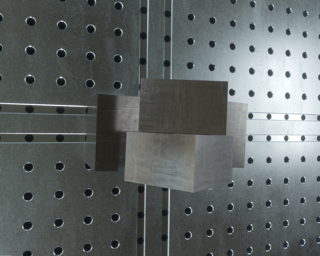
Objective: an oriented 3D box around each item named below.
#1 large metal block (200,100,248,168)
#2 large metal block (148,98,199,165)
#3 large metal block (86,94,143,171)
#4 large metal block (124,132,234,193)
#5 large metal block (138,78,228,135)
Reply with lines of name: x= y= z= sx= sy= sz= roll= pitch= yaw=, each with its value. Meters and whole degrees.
large metal block: x=0.069 y=0.008 z=0.410 sx=0.050 sy=0.080 sz=0.080 roll=4 pitch=89 yaw=-20
large metal block: x=0.003 y=0.005 z=0.399 sx=0.081 sy=0.050 sz=0.079 roll=3 pitch=89 yaw=-20
large metal block: x=-0.056 y=0.005 z=0.364 sx=0.050 sy=0.080 sz=0.079 roll=2 pitch=90 yaw=-20
large metal block: x=0.021 y=0.031 z=0.321 sx=0.080 sy=0.080 sz=0.050 roll=4 pitch=88 yaw=-53
large metal block: x=0.023 y=-0.019 z=0.325 sx=0.080 sy=0.080 sz=0.050 roll=2 pitch=89 yaw=2
